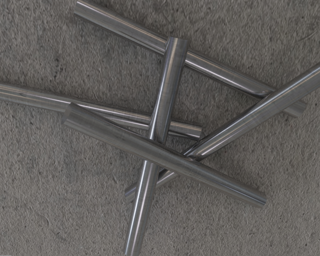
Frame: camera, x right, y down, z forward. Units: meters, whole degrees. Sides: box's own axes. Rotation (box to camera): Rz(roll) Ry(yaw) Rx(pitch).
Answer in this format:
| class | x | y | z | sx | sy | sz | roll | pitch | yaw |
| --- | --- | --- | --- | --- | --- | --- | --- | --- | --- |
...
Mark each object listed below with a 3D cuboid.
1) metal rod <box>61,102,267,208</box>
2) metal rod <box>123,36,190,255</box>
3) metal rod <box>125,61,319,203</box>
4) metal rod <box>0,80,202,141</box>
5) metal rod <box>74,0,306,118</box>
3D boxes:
| class | x | y | z | sx | sy | sz | roll | pitch | yaw |
| --- | --- | --- | --- | --- | --- | --- | --- | --- | --- |
| metal rod | 0.026 | 0.045 | 0.380 | 0.301 | 0.025 | 0.025 | 27 | 109 | -28 |
| metal rod | -0.009 | 0.037 | 0.393 | 0.025 | 0.025 | 0.298 | 11 | 109 | -4 |
| metal rod | 0.074 | 0.016 | 0.398 | 0.300 | 0.025 | 0.025 | -35 | 107 | 18 |
| metal rod | -0.095 | -0.025 | 0.399 | 0.302 | 0.025 | 0.025 | 12 | 110 | -5 |
| metal rod | 0.043 | -0.082 | 0.379 | 0.302 | 0.025 | 0.025 | 23 | 108 | -9 |
